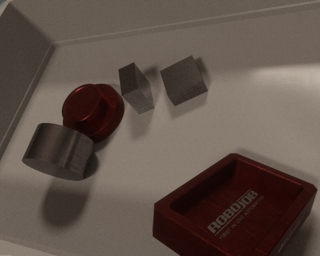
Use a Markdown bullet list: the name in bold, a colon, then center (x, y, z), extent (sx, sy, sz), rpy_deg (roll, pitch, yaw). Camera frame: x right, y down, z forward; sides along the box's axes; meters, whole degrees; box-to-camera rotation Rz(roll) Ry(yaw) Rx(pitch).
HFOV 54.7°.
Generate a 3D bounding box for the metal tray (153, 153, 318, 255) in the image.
- **metal tray**: center (0.068, 0.071, 0.270), extent (0.090, 0.030, 0.131), rpy_deg (23, 31, 36)

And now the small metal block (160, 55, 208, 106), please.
- **small metal block**: center (0.032, -0.065, 0.428), extent (0.050, 0.025, 0.050), rpy_deg (-24, 53, 13)

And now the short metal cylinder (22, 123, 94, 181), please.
- **short metal cylinder**: center (-0.136, 0.034, 0.419), extent (0.080, 0.080, 0.050), rpy_deg (1, 62, 28)

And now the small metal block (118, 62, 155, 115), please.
- **small metal block**: center (-0.033, -0.055, 0.440), extent (0.025, 0.050, 0.050), rpy_deg (-22, 54, 15)

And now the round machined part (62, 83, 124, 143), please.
- **round machined part**: center (-0.107, -0.028, 0.466), extent (0.098, 0.042, 0.098), rpy_deg (-13, 56, 20)
